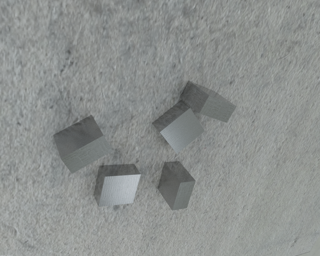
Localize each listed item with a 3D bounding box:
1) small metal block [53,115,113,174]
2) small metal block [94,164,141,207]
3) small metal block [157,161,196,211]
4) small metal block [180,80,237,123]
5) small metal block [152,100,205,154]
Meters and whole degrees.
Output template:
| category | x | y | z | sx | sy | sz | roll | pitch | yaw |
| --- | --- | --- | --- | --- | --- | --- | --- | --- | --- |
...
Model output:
| category | x | y | z | sx | sy | sz | roll | pitch | yaw |
| --- | --- | --- | --- | --- | --- | --- | --- | --- | --- |
| small metal block | -0.089 | 0.017 | 0.354 | 0.050 | 0.050 | 0.025 | -29 | 129 | -10 |
| small metal block | -0.059 | 0.078 | 0.424 | 0.050 | 0.025 | 0.050 | 1 | 118 | -29 |
| small metal block | 0.023 | 0.084 | 0.457 | 0.025 | 0.050 | 0.050 | -1 | 119 | -28 |
| small metal block | 0.062 | -0.035 | 0.405 | 0.050 | 0.050 | 0.025 | 16 | 110 | -35 |
| small metal block | 0.026 | -0.001 | 0.422 | 0.050 | 0.025 | 0.050 | -39 | 130 | -2 |
